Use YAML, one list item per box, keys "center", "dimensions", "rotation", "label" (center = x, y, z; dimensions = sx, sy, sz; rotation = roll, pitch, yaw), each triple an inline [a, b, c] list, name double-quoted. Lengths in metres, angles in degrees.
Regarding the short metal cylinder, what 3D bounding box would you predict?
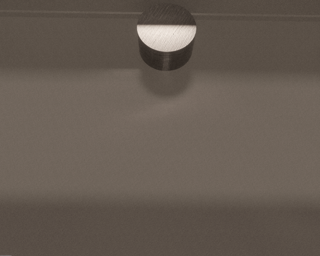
- center: [0.009, -0.129, 0.444]
  dimensions: [0.081, 0.050, 0.080]
  rotation: [0, 70, 0]
  label: "short metal cylinder"
